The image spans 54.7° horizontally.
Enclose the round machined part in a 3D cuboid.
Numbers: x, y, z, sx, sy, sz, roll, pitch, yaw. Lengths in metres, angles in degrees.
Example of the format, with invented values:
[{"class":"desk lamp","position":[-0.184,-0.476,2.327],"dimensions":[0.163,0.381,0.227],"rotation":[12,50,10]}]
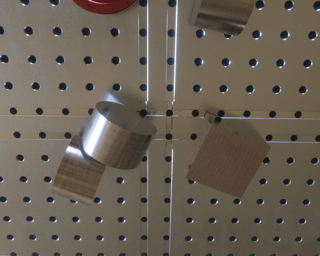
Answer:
[{"class":"round machined part","position":[-0.060,-0.176,0.339],"dimensions":[0.099,0.042,0.097],"rotation":[0,110,0]}]

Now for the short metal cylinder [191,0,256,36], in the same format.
[{"class":"short metal cylinder","position":[0.068,-0.144,0.331],"dimensions":[0.050,0.080,0.079],"rotation":[12,110,-4]}]

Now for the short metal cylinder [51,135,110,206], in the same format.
[{"class":"short metal cylinder","position":[-0.100,0.055,0.403],"dimensions":[0.050,0.080,0.079],"rotation":[21,109,-8]}]

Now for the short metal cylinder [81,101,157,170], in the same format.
[{"class":"short metal cylinder","position":[-0.051,0.008,0.386],"dimensions":[0.080,0.080,0.050],"rotation":[24,108,-9]}]

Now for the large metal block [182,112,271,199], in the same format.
[{"class":"large metal block","position":[0.085,0.036,0.414],"dimensions":[0.080,0.050,0.079],"rotation":[21,109,-8]}]
